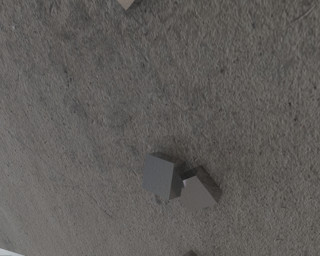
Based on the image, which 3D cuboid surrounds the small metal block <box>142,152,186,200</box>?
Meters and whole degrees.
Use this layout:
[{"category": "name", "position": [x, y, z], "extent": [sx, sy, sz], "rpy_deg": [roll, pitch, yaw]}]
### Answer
[{"category": "small metal block", "position": [0.004, 0.064, 0.424], "extent": [0.050, 0.025, 0.050], "rpy_deg": [15, 102, 39]}]

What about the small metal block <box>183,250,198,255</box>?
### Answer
[{"category": "small metal block", "position": [0.055, 0.243, 0.528], "extent": [0.050, 0.025, 0.050], "rpy_deg": [38, 129, 2]}]

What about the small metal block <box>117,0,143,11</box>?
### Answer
[{"category": "small metal block", "position": [-0.032, -0.162, 0.324], "extent": [0.050, 0.025, 0.050], "rpy_deg": [48, 129, -6]}]

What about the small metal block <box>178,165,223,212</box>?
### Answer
[{"category": "small metal block", "position": [0.050, 0.085, 0.433], "extent": [0.050, 0.025, 0.050], "rpy_deg": [-30, 102, 38]}]
